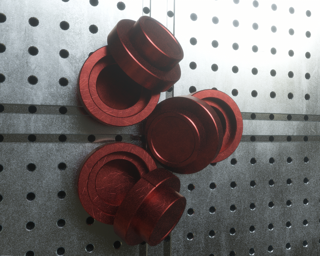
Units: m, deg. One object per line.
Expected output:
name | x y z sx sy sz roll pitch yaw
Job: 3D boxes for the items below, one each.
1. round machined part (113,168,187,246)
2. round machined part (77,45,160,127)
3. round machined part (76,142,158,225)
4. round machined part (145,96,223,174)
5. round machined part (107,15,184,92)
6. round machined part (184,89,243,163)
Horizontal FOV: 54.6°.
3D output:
round machined part | -0.005 0.100 0.371 0.099 0.042 0.097 -39 146 -32
round machined part | -0.052 -0.050 0.383 0.099 0.042 0.097 0 90 -20
round machined part | -0.053 0.065 0.383 0.099 0.042 0.097 0 90 -20
round machined part | 0.024 0.010 0.380 0.042 0.098 0.098 -22 100 -61
round machined part | -0.010 -0.094 0.370 0.098 0.042 0.098 32 36 -26
round machined part | 0.060 -0.003 0.425 0.099 0.042 0.097 0 90 -20
